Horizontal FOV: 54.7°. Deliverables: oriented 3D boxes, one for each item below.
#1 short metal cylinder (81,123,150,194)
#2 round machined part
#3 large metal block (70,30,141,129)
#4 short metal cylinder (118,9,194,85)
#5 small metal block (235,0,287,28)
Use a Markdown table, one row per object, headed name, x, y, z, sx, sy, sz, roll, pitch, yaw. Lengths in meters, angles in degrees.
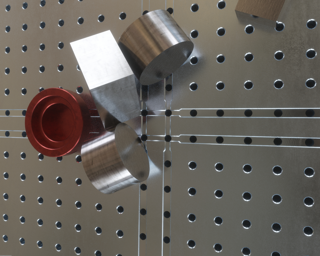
| name | x | y | z | sx | sy | sz | roll | pitch | yaw |
| --- | --- | --- | --- | --- | --- | --- | --- | --- | --- |
| short metal cylinder | -0.056 | 0.039 | 0.402 | 0.050 | 0.080 | 0.080 | -25 | 82 | 18 |
| round machined part | -0.143 | -0.008 | 0.452 | 0.098 | 0.042 | 0.097 | 0 | 90 | 19 |
| large metal block | -0.066 | -0.059 | 0.386 | 0.050 | 0.080 | 0.080 | -22 | 59 | -10 |
| short metal cylinder | -0.005 | -0.098 | 0.385 | 0.080 | 0.080 | 0.050 | -38 | 78 | 16 |
| small metal block | 0.124 | -0.154 | 0.369 | 0.050 | 0.025 | 0.050 | 24 | 98 | 18 |
